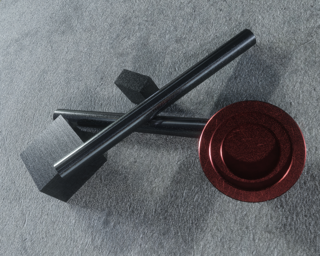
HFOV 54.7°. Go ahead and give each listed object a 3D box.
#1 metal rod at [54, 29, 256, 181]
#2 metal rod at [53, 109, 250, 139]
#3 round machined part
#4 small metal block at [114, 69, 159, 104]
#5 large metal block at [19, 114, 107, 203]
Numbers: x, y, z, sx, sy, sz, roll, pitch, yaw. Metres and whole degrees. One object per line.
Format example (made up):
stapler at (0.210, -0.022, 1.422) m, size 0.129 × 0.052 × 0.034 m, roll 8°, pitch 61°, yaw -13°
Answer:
metal rod at (0.000, -0.034, 0.395) m, size 0.301 × 0.025 × 0.025 m, roll -36°, pitch 51°, yaw -8°
metal rod at (-0.032, -0.007, 0.423) m, size 0.300 × 0.025 × 0.025 m, roll 5°, pitch 64°, yaw 30°
round machined part at (0.092, 0.023, 0.314) m, size 0.098 × 0.042 × 0.097 m, roll -1°, pitch 85°, yaw 16°
small metal block at (-0.028, -0.053, 0.433) m, size 0.050 × 0.050 × 0.025 m, roll 23°, pitch 75°, yaw 36°
large metal block at (-0.135, 0.041, 0.431) m, size 0.080 × 0.050 × 0.080 m, roll -46°, pitch 51°, yaw -4°
